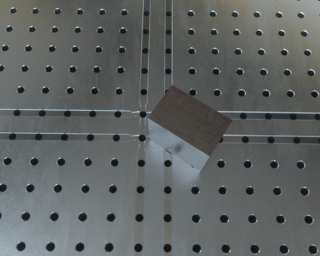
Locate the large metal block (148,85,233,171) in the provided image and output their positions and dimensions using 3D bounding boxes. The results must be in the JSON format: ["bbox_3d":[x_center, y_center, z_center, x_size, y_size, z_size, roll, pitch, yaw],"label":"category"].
[{"bbox_3d":[0.033,0.003,0.382,0.080,0.080,0.050,32,73,10],"label":"large metal block"}]
